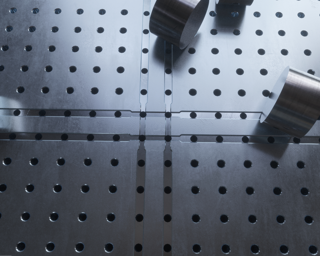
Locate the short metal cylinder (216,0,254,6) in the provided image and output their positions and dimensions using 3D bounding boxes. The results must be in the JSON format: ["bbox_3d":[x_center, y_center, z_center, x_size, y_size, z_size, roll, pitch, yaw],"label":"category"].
[{"bbox_3d":[0.116,-0.228,0.468,0.050,0.080,0.080,4,70,1],"label":"short metal cylinder"}]

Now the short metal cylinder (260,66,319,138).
[{"bbox_3d":[0.170,-0.033,0.397,0.050,0.080,0.080,24,72,8],"label":"short metal cylinder"}]

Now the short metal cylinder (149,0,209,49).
[{"bbox_3d":[0.028,-0.160,0.442,0.050,0.080,0.080,32,73,10],"label":"short metal cylinder"}]
